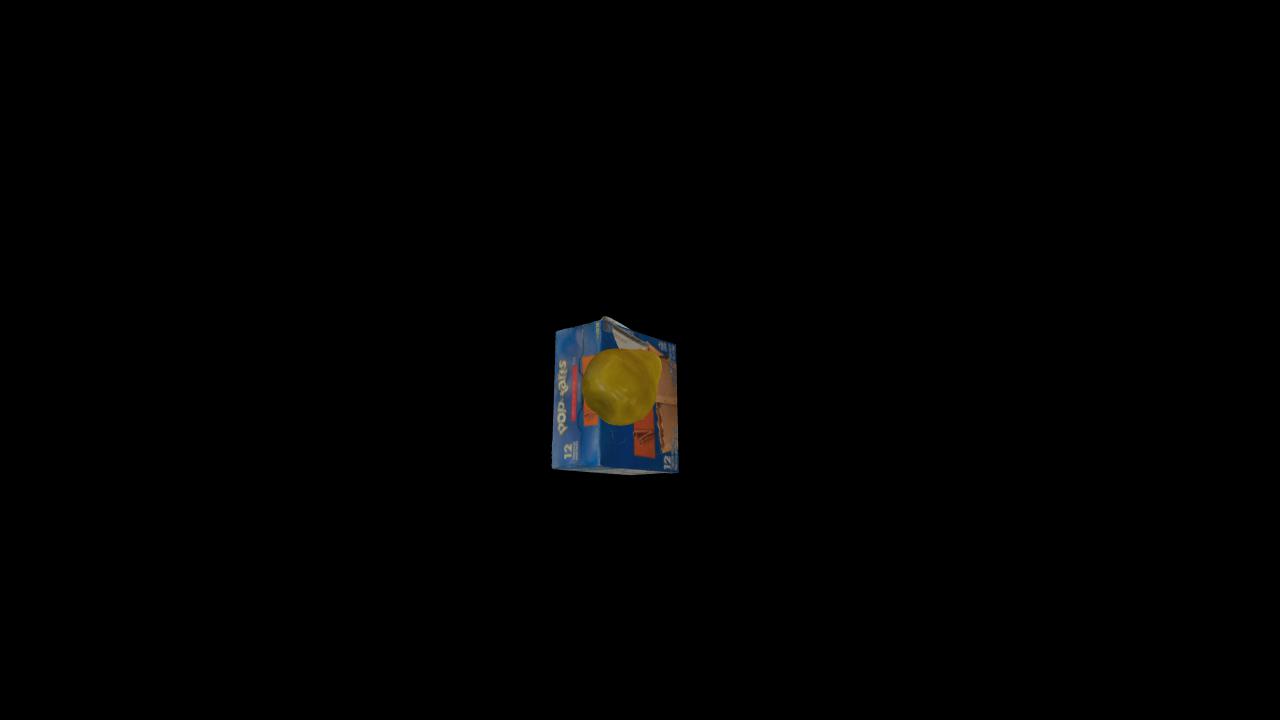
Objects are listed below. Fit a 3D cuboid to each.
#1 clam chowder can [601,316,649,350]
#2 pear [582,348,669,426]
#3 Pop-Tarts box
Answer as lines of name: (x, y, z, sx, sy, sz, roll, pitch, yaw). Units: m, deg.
clam chowder can: (-0.042, 0.006, 0.739, 0.068, 0.102, 0.068, 32, 6, -4)
pear: (-0.009, 0.013, 0.643, 0.080, 0.080, 0.111, 0, 37, 40)
Pop-Tarts box: (-0.027, 0.052, 0.746, 0.083, 0.167, 0.141, -14, -20, 40)
